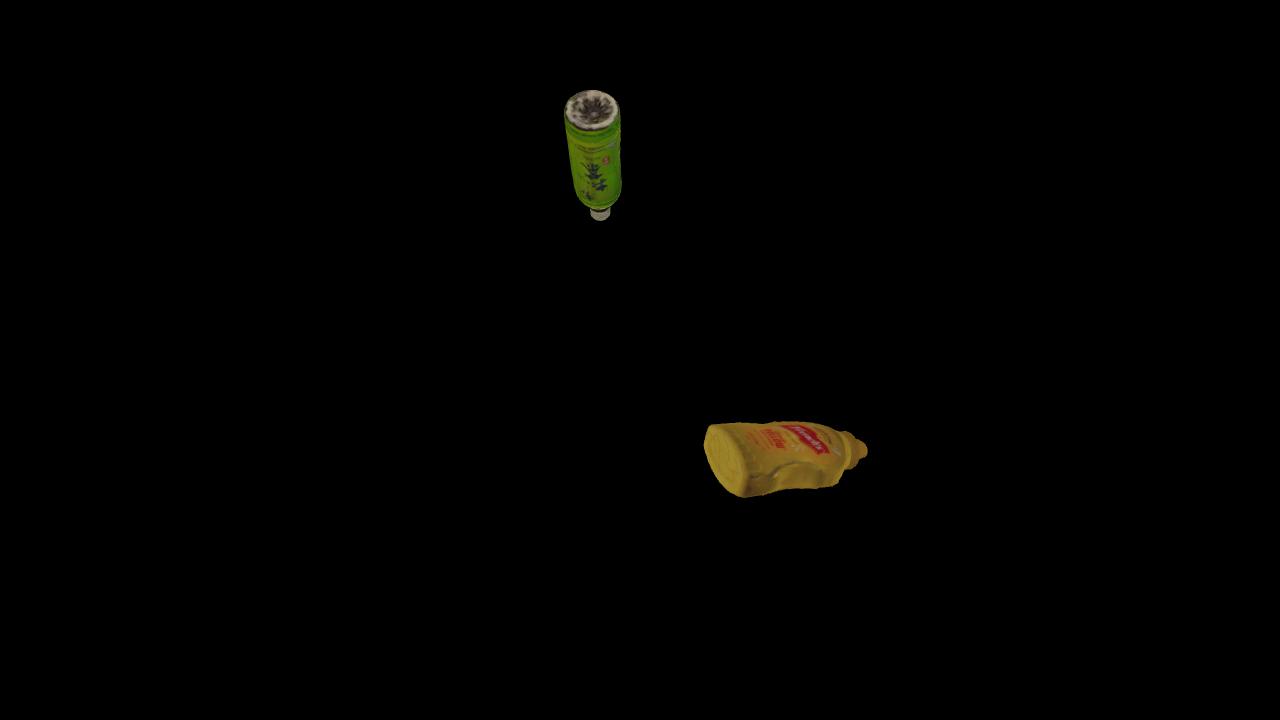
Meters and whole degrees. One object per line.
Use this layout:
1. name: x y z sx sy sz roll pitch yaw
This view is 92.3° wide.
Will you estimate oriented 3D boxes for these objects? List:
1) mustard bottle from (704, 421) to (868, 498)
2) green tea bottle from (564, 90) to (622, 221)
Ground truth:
1. mustard bottle: 0.166 0.100 0.655 0.184 0.054 0.092 0 24 -23
2. green tea bottle: -0.060 -0.265 0.841 0.073 0.073 0.212 0 -21 -1
